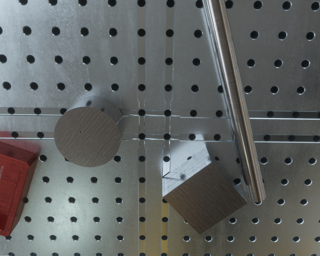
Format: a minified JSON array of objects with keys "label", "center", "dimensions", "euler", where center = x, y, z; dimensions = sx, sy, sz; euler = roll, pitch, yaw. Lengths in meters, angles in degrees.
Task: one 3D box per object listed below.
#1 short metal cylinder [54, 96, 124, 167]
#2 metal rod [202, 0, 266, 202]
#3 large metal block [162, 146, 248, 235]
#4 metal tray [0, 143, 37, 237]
[{"label":"short metal cylinder","center":[-0.088,0.004,0.400],"dimensions":[0.081,0.050,0.079],"euler":[0,110,-1]},{"label":"metal rod","center":[0.099,-0.033,0.402],"dimensions":[0.025,0.025,0.298],"euler":[-16,110,5]},{"label":"large metal block","center":[0.060,0.087,0.433],"dimensions":[0.080,0.050,0.080],"euler":[-38,106,12]},{"label":"metal tray","center":[-0.238,0.084,0.438],"dimensions":[0.091,0.030,0.129],"euler":[20,109,-8]}]
